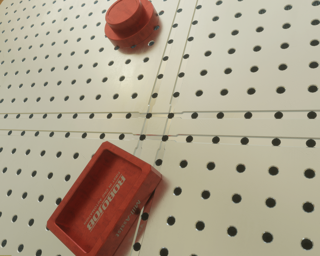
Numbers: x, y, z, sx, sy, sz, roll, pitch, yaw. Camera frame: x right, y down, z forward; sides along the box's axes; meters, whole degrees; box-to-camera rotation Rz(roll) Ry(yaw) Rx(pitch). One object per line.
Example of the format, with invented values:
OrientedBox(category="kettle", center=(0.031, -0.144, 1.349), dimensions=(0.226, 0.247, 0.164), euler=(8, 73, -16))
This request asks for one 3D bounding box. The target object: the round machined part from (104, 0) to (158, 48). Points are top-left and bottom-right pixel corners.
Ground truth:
OrientedBox(category="round machined part", center=(-0.056, -0.192, 0.543), dimensions=(0.098, 0.042, 0.098), euler=(-13, 56, 20))

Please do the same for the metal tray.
OrientedBox(category="metal tray", center=(-0.070, 0.090, 0.384), dimensions=(0.090, 0.030, 0.130), euler=(24, 74, 36))
